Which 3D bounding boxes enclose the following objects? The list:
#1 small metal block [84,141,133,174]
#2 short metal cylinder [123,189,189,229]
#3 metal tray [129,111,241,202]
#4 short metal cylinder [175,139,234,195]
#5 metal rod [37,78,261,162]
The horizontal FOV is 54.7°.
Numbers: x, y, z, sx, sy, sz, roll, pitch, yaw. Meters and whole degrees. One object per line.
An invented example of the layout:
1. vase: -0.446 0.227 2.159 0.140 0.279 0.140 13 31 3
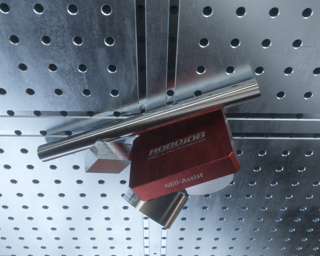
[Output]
1. small metal block: -0.071 0.042 0.425 0.050 0.025 0.050 7 149 -31
2. short metal cylinder: -0.006 0.101 0.448 0.080 0.080 0.050 39 78 -29
3. metal tray: 0.027 0.032 0.392 0.130 0.090 0.030 -21 127 16
4. short metal cylinder: 0.056 0.051 0.427 0.081 0.050 0.080 -3 139 -3
5. metal rod: -0.024 -0.006 0.402 0.301 0.025 0.025 -17 128 13
